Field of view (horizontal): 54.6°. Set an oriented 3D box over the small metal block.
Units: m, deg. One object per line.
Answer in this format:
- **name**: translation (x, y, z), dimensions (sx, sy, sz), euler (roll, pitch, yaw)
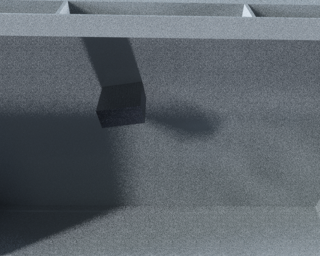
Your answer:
- **small metal block**: translation (-0.044, -0.028, 0.368), dimensions (0.050, 0.050, 0.025), euler (-7, 130, 5)
